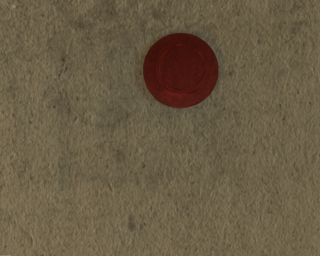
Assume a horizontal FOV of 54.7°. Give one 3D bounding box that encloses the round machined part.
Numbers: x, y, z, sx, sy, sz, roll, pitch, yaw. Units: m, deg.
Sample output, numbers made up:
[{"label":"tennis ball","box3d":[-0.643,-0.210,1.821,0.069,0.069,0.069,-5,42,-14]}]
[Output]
[{"label":"round machined part","box3d":[0.027,-0.075,0.402,0.099,0.042,0.097,0,90,-1]}]
